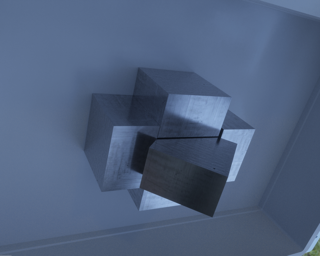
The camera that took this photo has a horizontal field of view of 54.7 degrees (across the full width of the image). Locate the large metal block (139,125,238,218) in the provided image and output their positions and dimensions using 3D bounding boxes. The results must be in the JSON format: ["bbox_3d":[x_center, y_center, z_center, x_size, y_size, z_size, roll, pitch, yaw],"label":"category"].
[{"bbox_3d":[0.034,0.041,0.342,0.080,0.080,0.050,-46,153,-62],"label":"large metal block"}]

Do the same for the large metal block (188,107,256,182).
[{"bbox_3d":[0.070,0.018,0.418,0.050,0.080,0.079,0,119,-29],"label":"large metal block"}]

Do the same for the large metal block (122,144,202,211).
[{"bbox_3d":[-0.001,0.057,0.406,0.081,0.080,0.050,0,119,-28],"label":"large metal block"}]

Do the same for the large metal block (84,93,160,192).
[{"bbox_3d":[-0.048,0.014,0.355,0.050,0.080,0.079,0,119,-29],"label":"large metal block"}]

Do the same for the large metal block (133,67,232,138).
[{"bbox_3d":[0.022,-0.031,0.364,0.081,0.080,0.050,0,119,-28],"label":"large metal block"}]
